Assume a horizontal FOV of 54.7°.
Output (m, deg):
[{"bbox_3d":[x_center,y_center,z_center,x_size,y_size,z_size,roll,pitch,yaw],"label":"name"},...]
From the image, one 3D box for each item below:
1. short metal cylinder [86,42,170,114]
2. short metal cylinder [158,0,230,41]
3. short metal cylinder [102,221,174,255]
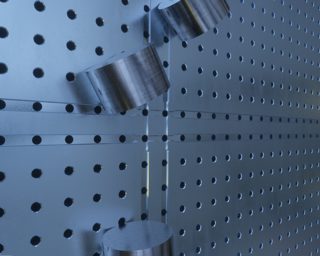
[{"bbox_3d":[-0.035,-0.056,0.346,0.080,0.080,0.050,-37,113,-34],"label":"short metal cylinder"},{"bbox_3d":[0.045,-0.161,0.413,0.050,0.080,0.080,52,60,-28],"label":"short metal cylinder"},{"bbox_3d":[-0.024,0.146,0.356,0.081,0.080,0.050,-8,96,-40],"label":"short metal cylinder"}]
